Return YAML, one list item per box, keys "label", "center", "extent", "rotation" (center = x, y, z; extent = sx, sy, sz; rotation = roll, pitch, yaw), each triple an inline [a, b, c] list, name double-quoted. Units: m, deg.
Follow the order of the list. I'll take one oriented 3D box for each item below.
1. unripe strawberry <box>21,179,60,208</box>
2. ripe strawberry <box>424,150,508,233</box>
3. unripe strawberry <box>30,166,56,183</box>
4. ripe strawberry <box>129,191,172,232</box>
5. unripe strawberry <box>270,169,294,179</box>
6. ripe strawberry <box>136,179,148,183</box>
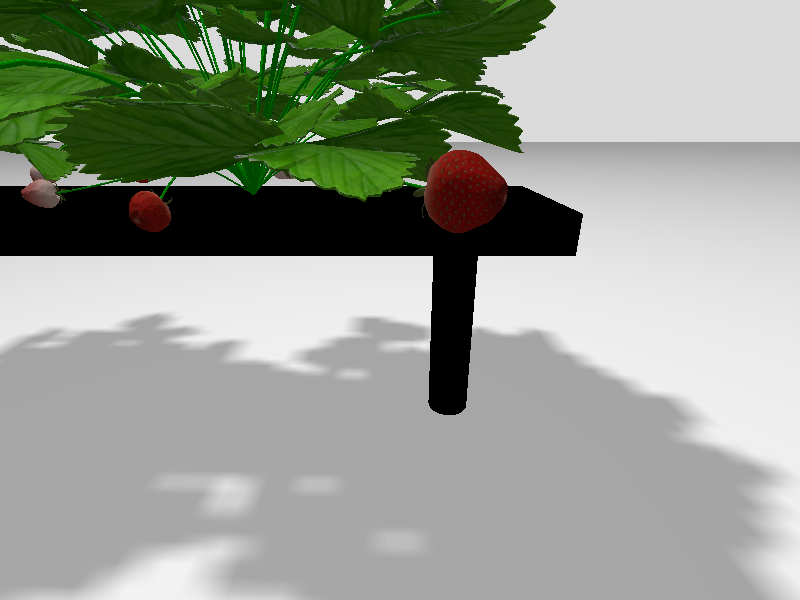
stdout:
- label: "unripe strawberry"
  center: [-0.253, -0.074, 0.282]
  extent: [0.020, 0.020, 0.019]
  rotation: [-11, 25, -23]
- label: "ripe strawberry"
  center: [0.037, -0.058, 0.216]
  extent: [0.044, 0.043, 0.041]
  rotation: [18, 29, 35]
- label: "unripe strawberry"
  center: [-0.353, -0.124, 0.396]
  extent: [0.023, 0.020, 0.023]
  rotation: [-34, 9, 26]
- label: "ripe strawberry"
  center: [-0.132, -0.045, 0.209]
  extent: [0.018, 0.021, 0.020]
  rotation: [1, 36, 2]
- label: "unripe strawberry"
  center: [-0.123, -0.147, 0.434]
  extent: [0.035, 0.030, 0.035]
  rotation: [0, 22, 1]
- label: "ripe strawberry"
  center: [-0.267, -0.138, 0.408]
  extent: [0.037, 0.036, 0.040]
  rotation: [12, 26, 27]
